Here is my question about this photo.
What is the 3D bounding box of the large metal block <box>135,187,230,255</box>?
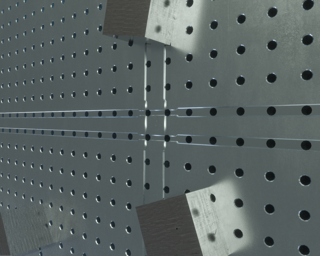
[{"bbox_3d":[0.025,0.122,0.371,0.080,0.050,0.080,-25,75,37],"label":"large metal block"}]

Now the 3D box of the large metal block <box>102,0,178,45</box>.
[{"bbox_3d":[-0.026,-0.158,0.412,0.080,0.050,0.079,17,101,38],"label":"large metal block"}]

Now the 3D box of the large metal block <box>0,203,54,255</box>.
[{"bbox_3d":[-0.260,0.197,0.584,0.050,0.081,0.080,-36,68,34],"label":"large metal block"}]
